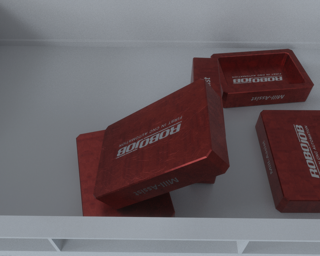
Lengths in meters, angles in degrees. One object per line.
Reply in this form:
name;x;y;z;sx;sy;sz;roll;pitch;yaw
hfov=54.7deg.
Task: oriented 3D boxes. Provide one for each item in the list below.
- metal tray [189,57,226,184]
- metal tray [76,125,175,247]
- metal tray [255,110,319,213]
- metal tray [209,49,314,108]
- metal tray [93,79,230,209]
metal tray;0.052;-0.011;0.371;0.030;0.090;0.130;2;50;2
metal tray;-0.043;0.058;0.353;0.091;0.030;0.130;-10;51;-9
metal tray;0.175;0.035;0.373;0.091;0.030;0.130;0;50;0
metal tray;0.148;-0.077;0.466;0.131;0.030;0.090;-5;50;-4
metal tray;-0.003;0.017;0.300;0.130;0.030;0.090;-25;43;28
